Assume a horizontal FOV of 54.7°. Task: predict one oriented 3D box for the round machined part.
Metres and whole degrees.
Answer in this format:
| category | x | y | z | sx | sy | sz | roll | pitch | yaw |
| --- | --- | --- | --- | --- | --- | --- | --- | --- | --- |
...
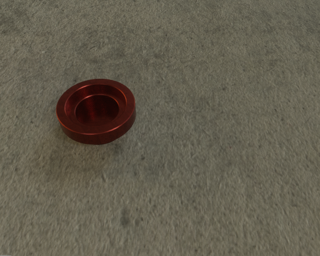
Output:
| category | x | y | z | sx | sy | sz | roll | pitch | yaw |
| --- | --- | --- | --- | --- | --- | --- | --- | --- | --- |
| round machined part | -0.081 | -0.017 | 0.405 | 0.099 | 0.042 | 0.098 | 0 | 50 | 0 |
